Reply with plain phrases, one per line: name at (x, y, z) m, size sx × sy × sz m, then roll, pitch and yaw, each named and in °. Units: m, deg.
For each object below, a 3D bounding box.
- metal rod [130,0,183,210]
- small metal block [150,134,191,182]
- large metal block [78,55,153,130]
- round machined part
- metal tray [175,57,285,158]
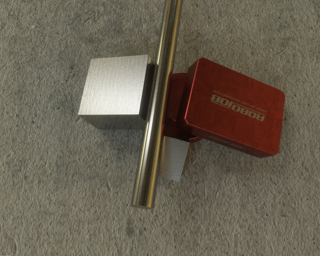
metal rod at (0.001, -0.053, 0.384) m, size 0.025 × 0.025 × 0.299 m, roll 7°, pitch 68°, yaw 2°
small metal block at (0.007, 0.034, 0.387) m, size 0.050 × 0.025 × 0.050 m, roll 15°, pitch 96°, yaw 6°
large metal block at (-0.049, -0.044, 0.400) m, size 0.080 × 0.050 × 0.080 m, roll 0°, pitch 69°, yaw 19°
round machined part at (0.032, -0.031, 0.412) m, size 0.099 × 0.042 × 0.098 m, roll 0°, pitch 70°, yaw 0°
metal tray at (0.092, -0.023, 0.392) m, size 0.131 × 0.030 × 0.090 m, roll 19°, pitch 71°, yaw -15°
